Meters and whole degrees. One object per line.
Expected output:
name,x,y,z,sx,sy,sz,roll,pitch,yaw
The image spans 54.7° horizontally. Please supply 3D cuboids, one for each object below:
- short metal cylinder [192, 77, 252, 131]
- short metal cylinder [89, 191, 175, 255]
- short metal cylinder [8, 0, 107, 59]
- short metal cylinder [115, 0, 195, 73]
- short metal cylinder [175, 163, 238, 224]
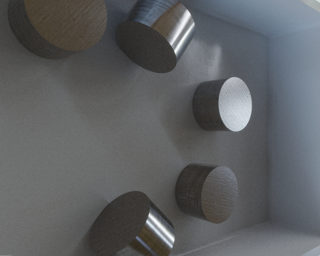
short metal cylinder,0.096,-0.035,0.473,0.081,0.050,0.079,0,90,-40
short metal cylinder,-0.031,0.118,0.347,0.080,0.080,0.050,-52,121,-27
short metal cylinder,-0.101,-0.112,0.307,0.081,0.050,0.079,0,90,-40
short metal cylinder,-0.005,-0.111,0.368,0.080,0.080,0.050,44,63,-31
short metal cylinder,0.068,0.093,0.451,0.081,0.050,0.079,0,90,-40
